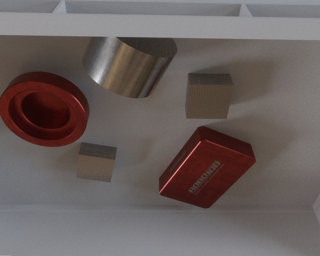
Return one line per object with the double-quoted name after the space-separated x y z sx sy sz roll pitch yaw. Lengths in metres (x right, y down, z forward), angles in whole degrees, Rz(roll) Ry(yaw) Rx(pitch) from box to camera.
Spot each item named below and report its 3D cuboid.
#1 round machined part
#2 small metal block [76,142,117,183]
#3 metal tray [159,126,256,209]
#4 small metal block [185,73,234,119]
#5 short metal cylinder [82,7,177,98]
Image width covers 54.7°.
-0.135 -0.026 0.374 0.099 0.042 0.097 -1 130 0 "round machined part"
-0.092 0.051 0.451 0.050 0.025 0.050 10 130 -9 "small metal block"
0.066 0.064 0.461 0.091 0.030 0.129 21 127 -17 "metal tray"
0.058 -0.038 0.378 0.050 0.025 0.050 1 130 -1 "small metal block"
-0.030 -0.075 0.309 0.080 0.080 0.050 21 127 -17 "short metal cylinder"
